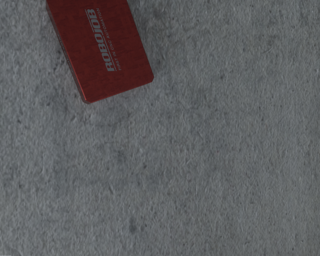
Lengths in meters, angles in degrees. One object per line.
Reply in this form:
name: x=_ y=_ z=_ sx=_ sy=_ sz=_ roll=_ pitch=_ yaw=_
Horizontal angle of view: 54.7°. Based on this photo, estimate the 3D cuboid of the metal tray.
metal tray: x=-0.072 y=-0.104 z=0.380 sx=0.091 sy=0.030 sz=0.129 roll=-22 pitch=98 yaw=-19
